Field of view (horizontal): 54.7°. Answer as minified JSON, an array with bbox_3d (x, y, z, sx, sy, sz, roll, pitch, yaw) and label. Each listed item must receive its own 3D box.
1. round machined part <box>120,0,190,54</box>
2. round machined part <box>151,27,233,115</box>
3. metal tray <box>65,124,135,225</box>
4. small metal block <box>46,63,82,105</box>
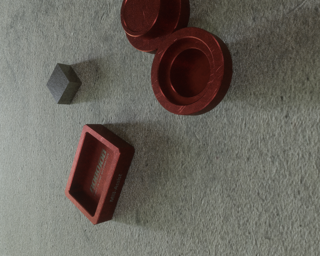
[{"bbox_3d":[-0.013,-0.149,0.403,0.098,0.042,0.097,0,90,39],"label":"round machined part"},{"bbox_3d":[0.040,-0.063,0.360,0.098,0.042,0.097,0,90,39],"label":"round machined part"},{"bbox_3d":[-0.096,0.069,0.478,0.090,0.030,0.129,31,109,35],"label":"metal tray"},{"bbox_3d":[-0.168,-0.077,0.541,0.050,0.025,0.050,-52,60,27],"label":"small metal block"}]
